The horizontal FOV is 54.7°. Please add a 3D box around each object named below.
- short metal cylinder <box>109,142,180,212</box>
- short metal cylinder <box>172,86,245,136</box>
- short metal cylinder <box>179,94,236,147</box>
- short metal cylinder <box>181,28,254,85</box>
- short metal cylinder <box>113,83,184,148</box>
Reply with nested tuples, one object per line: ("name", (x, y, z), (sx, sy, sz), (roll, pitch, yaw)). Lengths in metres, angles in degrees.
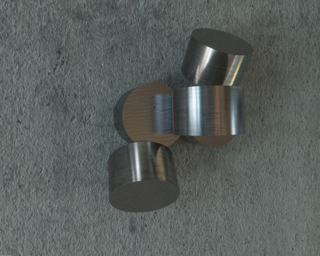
("short metal cylinder", (-0.020, 0.060, 0.367), (0.081, 0.079, 0.050), (8, 49, -20))
("short metal cylinder", (0.054, -0.018, 0.349), (0.081, 0.080, 0.050), (-2, 91, -20))
("short metal cylinder", (0.062, -0.016, 0.420), (0.081, 0.050, 0.079), (0, 90, -21))
("short metal cylinder", (0.073, -0.090, 0.402), (0.081, 0.080, 0.050), (1, 128, -20))
("short metal cylinder", (-0.014, -0.014, 0.392), (0.081, 0.050, 0.079), (0, 90, -21))
